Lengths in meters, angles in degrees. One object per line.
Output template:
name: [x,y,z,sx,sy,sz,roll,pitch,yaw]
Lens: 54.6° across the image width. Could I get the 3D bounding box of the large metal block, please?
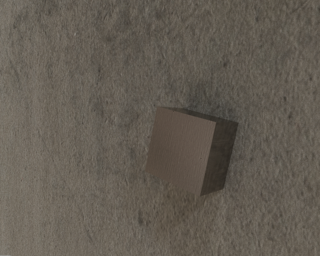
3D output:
large metal block: [0.035,0.023,0.360,0.080,0.050,0.080,18,102,38]
